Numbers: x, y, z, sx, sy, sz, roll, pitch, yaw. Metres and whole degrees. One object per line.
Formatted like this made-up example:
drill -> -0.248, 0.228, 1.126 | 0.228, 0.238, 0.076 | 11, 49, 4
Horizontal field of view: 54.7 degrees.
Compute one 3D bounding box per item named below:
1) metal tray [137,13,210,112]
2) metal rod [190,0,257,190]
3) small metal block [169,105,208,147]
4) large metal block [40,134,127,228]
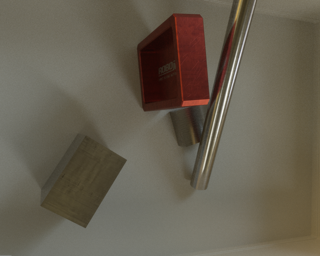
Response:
metal tray -> 0.009, -0.067, 0.359 | 0.030, 0.130, 0.089 | -6, 92, -20
metal rod -> 0.078, -0.055, 0.376 | 0.025, 0.025, 0.298 | 1, 115, -20
small metal block -> 0.046, -0.006, 0.429 | 0.050, 0.025, 0.050 | -17, 96, -20
large metal block -> -0.089, 0.054, 0.349 | 0.050, 0.080, 0.080 | 34, 79, -17
